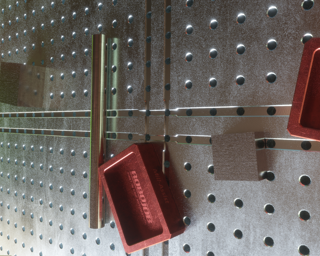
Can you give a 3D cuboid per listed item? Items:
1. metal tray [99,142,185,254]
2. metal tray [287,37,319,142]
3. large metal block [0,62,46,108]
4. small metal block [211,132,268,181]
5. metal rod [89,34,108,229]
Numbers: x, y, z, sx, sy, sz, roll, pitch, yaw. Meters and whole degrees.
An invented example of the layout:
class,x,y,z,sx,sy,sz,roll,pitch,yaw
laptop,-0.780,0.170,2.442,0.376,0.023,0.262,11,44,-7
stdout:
class,x,y,z,sx,sy,sz,roll,pitch,yaw
metal tray,-0.029,0.096,0.428,0.090,0.030,0.130,-34,69,34
metal tray,0.183,-0.025,0.254,0.130,0.030,0.089,15,99,38
large metal block,-0.275,-0.086,0.616,0.080,0.050,0.079,12,98,39
small metal block,0.086,0.031,0.337,0.050,0.025,0.050,-7,86,39
metal rod,-0.096,0.006,0.486,0.025,0.025,0.298,2,91,39
